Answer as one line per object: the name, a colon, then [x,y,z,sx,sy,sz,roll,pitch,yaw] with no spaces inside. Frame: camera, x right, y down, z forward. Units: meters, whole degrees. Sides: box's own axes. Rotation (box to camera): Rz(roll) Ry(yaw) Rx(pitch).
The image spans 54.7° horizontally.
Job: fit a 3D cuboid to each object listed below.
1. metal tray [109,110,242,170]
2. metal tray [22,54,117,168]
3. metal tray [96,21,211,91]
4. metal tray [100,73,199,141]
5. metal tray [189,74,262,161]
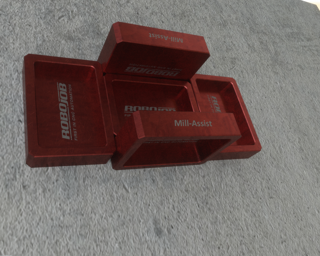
metal tray: [0.017,0.016,0.362,0.131,0.090,0.030,0,62,-29]
metal tray: [-0.107,-0.022,0.358,0.091,0.030,0.130,0,62,-28]
metal tray: [-0.011,-0.089,0.414,0.131,0.090,0.030,0,62,-29]
metal tray: [-0.010,-0.022,0.411,0.131,0.030,0.090,1,61,-28]
metal tray: [0.089,-0.018,0.463,0.091,0.030,0.130,0,62,-28]
